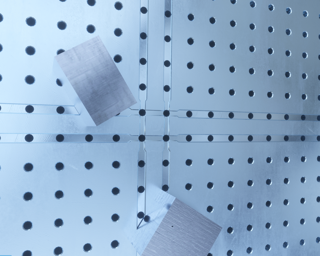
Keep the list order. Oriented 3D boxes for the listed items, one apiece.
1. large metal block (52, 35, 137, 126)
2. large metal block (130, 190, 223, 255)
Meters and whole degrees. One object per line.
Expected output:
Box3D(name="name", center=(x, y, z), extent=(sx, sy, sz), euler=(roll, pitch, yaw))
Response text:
Box3D(name="large metal block", center=(-0.078, -0.049, 0.355), extent=(0.050, 0.080, 0.080), euler=(-33, 101, -17))
Box3D(name="large metal block", center=(0.021, 0.141, 0.408), extent=(0.080, 0.050, 0.080), euler=(36, 78, -17))
